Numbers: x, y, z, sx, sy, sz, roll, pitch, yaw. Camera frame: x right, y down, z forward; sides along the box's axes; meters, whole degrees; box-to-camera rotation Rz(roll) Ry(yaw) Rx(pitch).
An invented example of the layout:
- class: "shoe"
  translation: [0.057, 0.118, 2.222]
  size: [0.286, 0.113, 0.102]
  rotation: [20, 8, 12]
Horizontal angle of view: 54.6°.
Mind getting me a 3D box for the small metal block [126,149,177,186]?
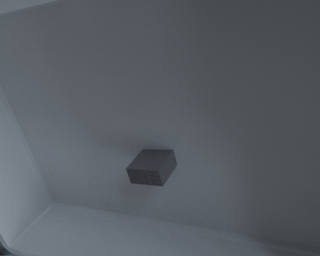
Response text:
- class: "small metal block"
  translation: [-0.011, 0.054, 0.432]
  size: [0.050, 0.050, 0.025]
  rotation: [0, 118, 28]
